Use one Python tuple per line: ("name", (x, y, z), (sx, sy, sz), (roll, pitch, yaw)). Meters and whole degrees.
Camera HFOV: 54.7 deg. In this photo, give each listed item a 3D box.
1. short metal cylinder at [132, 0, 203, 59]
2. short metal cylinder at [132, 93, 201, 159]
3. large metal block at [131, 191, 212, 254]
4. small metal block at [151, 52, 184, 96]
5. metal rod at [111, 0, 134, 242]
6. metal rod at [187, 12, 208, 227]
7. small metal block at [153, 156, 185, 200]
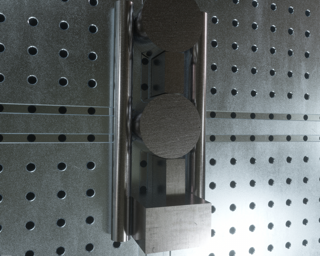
("short metal cylinder", (0.008, -0.132, 0.401), (0.081, 0.050, 0.080), (0, 90, -20))
("short metal cylinder", (0.006, -0.003, 0.401), (0.081, 0.050, 0.080), (0, 90, -20))
("large metal block", (0.009, 0.112, 0.387), (0.081, 0.080, 0.050), (1, 90, -20))
("small metal block", (0.009, -0.067, 0.401), (0.025, 0.050, 0.050), (1, 90, -20))
("metal rod", (-0.048, -0.009, 0.394), (0.025, 0.025, 0.298), (1, 90, -20))
("metal rod", (0.052, -0.009, 0.430), (0.025, 0.025, 0.298), (1, 90, -20))
("small metal block", (0.011, 0.063, 0.402), (0.025, 0.050, 0.050), (0, 90, -20))
